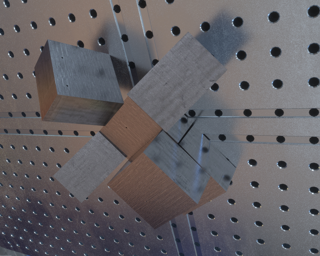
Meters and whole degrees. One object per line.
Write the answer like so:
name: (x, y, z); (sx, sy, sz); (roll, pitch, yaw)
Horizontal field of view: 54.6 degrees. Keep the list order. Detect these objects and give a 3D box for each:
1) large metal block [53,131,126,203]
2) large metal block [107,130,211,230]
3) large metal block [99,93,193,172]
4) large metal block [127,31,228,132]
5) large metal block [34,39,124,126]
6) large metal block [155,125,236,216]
large metal block: (-0.096, 0.054, 0.440); (0.050, 0.080, 0.080); (45, 171, -2)
large metal block: (-0.002, 0.062, 0.369); (0.080, 0.050, 0.080); (44, 128, -4)
large metal block: (-0.019, -0.001, 0.405); (0.080, 0.050, 0.080); (44, 129, -2)
large metal block: (0.015, -0.043, 0.322); (0.050, 0.080, 0.080); (44, 89, -2)
large metal block: (-0.099, -0.052, 0.377); (0.050, 0.081, 0.080); (-44, 54, 39)
large metal block: (0.038, 0.057, 0.410); (0.080, 0.050, 0.080); (46, 128, -2)
